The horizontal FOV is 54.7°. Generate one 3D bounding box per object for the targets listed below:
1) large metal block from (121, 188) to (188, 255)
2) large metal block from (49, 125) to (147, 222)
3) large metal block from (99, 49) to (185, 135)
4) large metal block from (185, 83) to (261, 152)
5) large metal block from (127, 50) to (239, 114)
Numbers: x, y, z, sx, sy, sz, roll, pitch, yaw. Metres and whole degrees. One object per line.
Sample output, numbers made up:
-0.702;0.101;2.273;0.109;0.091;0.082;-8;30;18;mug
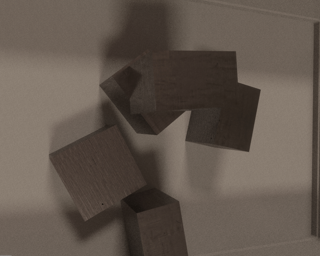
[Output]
-0.009;0.126;0.379;0.050;0.080;0.079;-11;94;-20;large metal block
-0.075;0.049;0.370;0.081;0.050;0.080;-29;100;-18;large metal block
-0.022;-0.039;0.374;0.050;0.080;0.080;-41;103;-16;large metal block
0.081;-0.015;0.413;0.050;0.080;0.080;13;86;-20;large metal block
0.019;-0.042;0.304;0.081;0.080;0.050;-5;92;-20;large metal block
